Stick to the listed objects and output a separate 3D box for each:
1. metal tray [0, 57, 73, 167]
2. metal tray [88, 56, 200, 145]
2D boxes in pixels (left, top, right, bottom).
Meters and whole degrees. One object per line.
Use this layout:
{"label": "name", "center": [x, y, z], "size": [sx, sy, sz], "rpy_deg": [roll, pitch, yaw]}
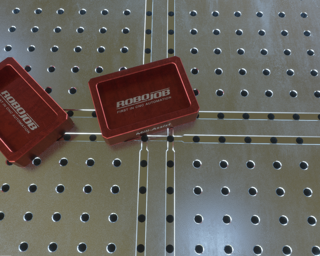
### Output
{"label": "metal tray", "center": [-0.194, -0.024, 0.416], "size": [0.090, 0.030, 0.130], "rpy_deg": [-43, 76, -14]}
{"label": "metal tray", "center": [-0.022, -0.039, 0.423], "size": [0.131, 0.030, 0.090], "rpy_deg": [-16, 71, -6]}
